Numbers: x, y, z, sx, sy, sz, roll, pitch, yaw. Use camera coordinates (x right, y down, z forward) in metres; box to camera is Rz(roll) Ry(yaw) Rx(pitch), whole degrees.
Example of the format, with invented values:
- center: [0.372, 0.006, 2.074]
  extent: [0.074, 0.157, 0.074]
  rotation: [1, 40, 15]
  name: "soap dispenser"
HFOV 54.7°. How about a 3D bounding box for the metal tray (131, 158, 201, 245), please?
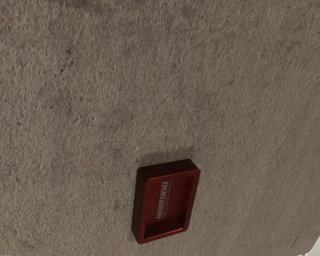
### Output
- center: [0.007, 0.114, 0.480]
  extent: [0.091, 0.030, 0.129]
  rotation: [-7, 122, -25]
  name: "metal tray"
